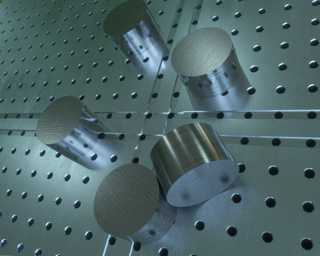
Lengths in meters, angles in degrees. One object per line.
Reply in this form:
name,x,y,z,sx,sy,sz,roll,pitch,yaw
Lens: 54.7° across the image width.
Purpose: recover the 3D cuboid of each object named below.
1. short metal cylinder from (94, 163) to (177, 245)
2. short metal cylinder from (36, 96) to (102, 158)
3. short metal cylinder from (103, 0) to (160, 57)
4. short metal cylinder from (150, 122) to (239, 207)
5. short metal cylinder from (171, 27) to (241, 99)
short metal cylinder,-0.027,0.087,0.352,0.080,0.050,0.080,-13,56,20
short metal cylinder,-0.135,-0.001,0.461,0.080,0.050,0.080,-13,56,20
short metal cylinder,-0.047,-0.167,0.517,0.080,0.050,0.080,-13,56,20
short metal cylinder,0.036,0.040,0.329,0.080,0.080,0.050,-32,52,7
short metal cylinder,0.062,-0.086,0.412,0.080,0.050,0.080,-13,56,20
